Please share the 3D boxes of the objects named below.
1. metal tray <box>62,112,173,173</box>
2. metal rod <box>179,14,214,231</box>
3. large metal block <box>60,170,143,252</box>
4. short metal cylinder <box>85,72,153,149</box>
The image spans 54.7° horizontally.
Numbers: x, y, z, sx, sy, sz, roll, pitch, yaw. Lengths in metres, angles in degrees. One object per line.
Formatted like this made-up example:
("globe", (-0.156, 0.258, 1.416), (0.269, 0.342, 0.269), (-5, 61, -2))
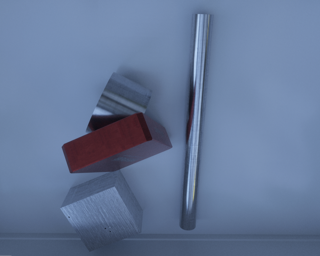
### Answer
("metal tray", (-0.042, 0.022, 0.364), (0.090, 0.130, 0.030), (-23, 79, 8))
("metal rod", (0.046, 0.006, 0.414), (0.025, 0.025, 0.298), (1, 110, -1))
("large metal block", (-0.079, 0.116, 0.440), (0.080, 0.050, 0.080), (-23, 109, 8))
("short metal cylinder", (-0.049, -0.020, 0.374), (0.050, 0.080, 0.080), (25, 108, -9))
